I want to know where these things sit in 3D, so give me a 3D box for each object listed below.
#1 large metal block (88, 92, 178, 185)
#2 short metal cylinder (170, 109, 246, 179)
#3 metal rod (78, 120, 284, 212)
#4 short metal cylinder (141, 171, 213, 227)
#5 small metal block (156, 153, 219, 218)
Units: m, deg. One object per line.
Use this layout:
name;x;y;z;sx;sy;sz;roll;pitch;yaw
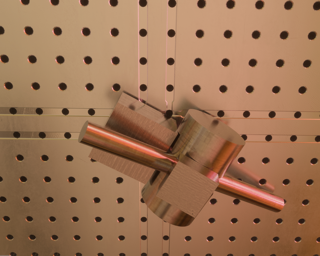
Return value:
large metal block;-0.033;0.013;0.398;0.080;0.050;0.080;28;108;-10
short metal cylinder;0.058;0.018;0.388;0.080;0.080;0.050;26;108;-10
metal rod;0.045;0.057;0.389;0.302;0.025;0.025;23;109;-25
short metal cylinder;0.023;0.083;0.411;0.080;0.080;0.050;28;108;-10
small metal block;0.031;0.064;0.349;0.050;0.025;0.050;30;108;-2
